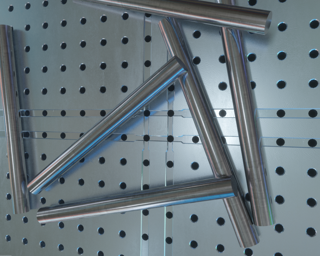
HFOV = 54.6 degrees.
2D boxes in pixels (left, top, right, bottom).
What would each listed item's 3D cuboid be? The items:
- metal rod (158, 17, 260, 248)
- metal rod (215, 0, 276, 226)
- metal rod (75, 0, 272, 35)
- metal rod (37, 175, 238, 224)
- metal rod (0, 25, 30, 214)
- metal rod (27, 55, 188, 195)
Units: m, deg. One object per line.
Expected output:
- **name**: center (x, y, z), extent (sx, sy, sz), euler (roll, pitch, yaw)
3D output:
- **metal rod**: center (0.059, -0.001, 0.391), extent (0.025, 0.025, 0.299), euler (-22, 83, 19)
- **metal rod**: center (0.101, -0.034, 0.377), extent (0.025, 0.025, 0.299), euler (-10, 87, 20)
- **metal rod**: center (-0.010, -0.160, 0.400), extent (0.300, 0.025, 0.025), euler (20, 97, 25)
- **metal rod**: center (-0.048, 0.100, 0.415), extent (0.300, 0.025, 0.025), euler (-15, 85, 24)
- **metal rod**: center (-0.236, -0.015, 0.496), extent (0.025, 0.025, 0.299), euler (-8, 87, 20)
- **metal rod**: center (-0.085, 0.007, 0.429), extent (0.299, 0.025, 0.025), euler (-38, 78, 21)
